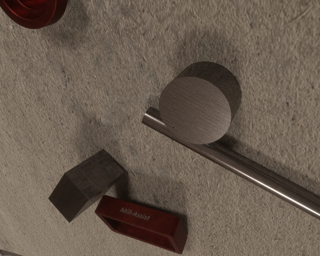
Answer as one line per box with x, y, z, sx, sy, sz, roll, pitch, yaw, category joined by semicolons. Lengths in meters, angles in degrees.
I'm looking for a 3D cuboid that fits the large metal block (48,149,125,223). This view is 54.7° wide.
-0.113;0.089;0.479;0.050;0.080;0.080;47;129;7;large metal block

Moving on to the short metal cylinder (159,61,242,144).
0.046;-0.029;0.348;0.080;0.050;0.079;13;124;20;short metal cylinder

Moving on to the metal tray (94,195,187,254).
-0.028;0.153;0.489;0.130;0.030;0.090;11;146;22;metal tray

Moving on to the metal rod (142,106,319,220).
0.113;0.054;0.379;0.301;0.025;0.025;28;128;9;metal rod

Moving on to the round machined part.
-0.149;-0.171;0.366;0.098;0.042;0.097;13;124;20;round machined part
